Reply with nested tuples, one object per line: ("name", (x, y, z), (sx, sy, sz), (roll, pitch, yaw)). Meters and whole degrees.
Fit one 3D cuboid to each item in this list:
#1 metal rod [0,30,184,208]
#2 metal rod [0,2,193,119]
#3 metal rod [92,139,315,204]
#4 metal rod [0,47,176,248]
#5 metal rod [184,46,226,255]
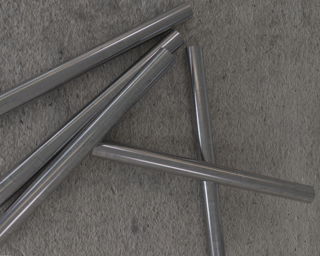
("metal rod", (-0.081, -0.021, 0.378), (0.301, 0.025, 0.025), (-44, 104, -15))
("metal rod", (-0.084, -0.083, 0.377), (0.302, 0.025, 0.025), (-32, 101, -17))
("metal rod", (0.064, 0.058, 0.406), (0.302, 0.025, 0.025), (14, 86, -10))
("metal rod", (-0.091, 0.021, 0.357), (0.025, 0.025, 0.300), (44, 83, -15))
("metal rod", (0.064, 0.038, 0.432), (0.025, 0.025, 0.298), (-8, 93, -20))
